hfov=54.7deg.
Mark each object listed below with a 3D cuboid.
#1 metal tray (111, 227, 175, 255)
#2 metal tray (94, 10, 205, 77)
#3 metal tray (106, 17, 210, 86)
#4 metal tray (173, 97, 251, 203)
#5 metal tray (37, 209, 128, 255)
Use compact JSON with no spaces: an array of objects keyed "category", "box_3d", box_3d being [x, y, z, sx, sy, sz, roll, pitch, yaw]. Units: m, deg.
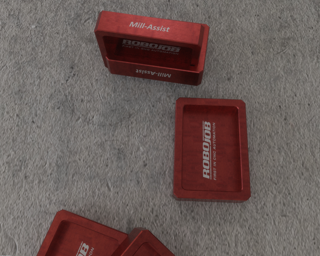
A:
[{"category":"metal tray","box_3d":[-0.031,0.181,0.314,0.090,0.030,0.130,46,67,-6]},{"category":"metal tray","box_3d":[-0.013,-0.105,0.411,0.131,0.090,0.030,9,70,3]},{"category":"metal tray","box_3d":[-0.001,-0.112,0.437,0.131,0.030,0.090,9,61,4]},{"category":"metal tray","box_3d":[0.063,0.027,0.395,0.091,0.030,0.130,2,70,0]},{"category":"metal tray","box_3d":[-0.096,0.168,0.343,0.090,0.030,0.130,19,71,6]}]
